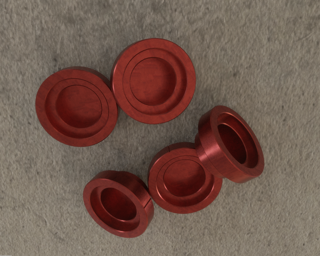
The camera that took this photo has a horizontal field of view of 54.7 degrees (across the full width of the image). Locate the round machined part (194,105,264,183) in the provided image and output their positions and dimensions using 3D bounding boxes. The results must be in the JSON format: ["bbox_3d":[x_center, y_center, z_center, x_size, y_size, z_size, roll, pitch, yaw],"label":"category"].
[{"bbox_3d":[0.081,0.024,0.386,0.098,0.098,0.042,42,128,-14],"label":"round machined part"}]

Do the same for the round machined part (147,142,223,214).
[{"bbox_3d":[0.032,0.064,0.423,0.099,0.042,0.097,-1,109,-4],"label":"round machined part"}]

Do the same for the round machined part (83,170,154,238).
[{"bbox_3d":[-0.052,0.098,0.423,0.098,0.042,0.097,12,121,21],"label":"round machined part"}]

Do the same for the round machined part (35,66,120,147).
[{"bbox_3d":[-0.099,-0.029,0.388,0.099,0.042,0.097,0,110,1],"label":"round machined part"}]

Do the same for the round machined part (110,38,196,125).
[{"bbox_3d":[-0.010,-0.056,0.370,0.099,0.042,0.097,-4,104,-17],"label":"round machined part"}]
